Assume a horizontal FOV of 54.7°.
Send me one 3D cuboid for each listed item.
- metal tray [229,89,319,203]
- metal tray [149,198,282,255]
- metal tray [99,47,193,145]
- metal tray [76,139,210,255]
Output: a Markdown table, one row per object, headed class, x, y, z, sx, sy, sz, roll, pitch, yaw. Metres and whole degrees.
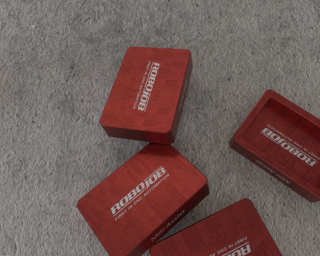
| class | x | y | z | sx | sy | sz | roll | pitch | yaw |
| --- | --- | --- | --- | --- | --- | --- | --- | --- | --- |
| metal tray | 0.168 | 0.021 | 0.398 | 0.130 | 0.030 | 0.090 | 36 | 74 | 12 |
| metal tray | 0.064 | 0.149 | 0.351 | 0.131 | 0.030 | 0.090 | -24 | 72 | -9 |
| metal tray | -0.014 | -0.047 | 0.403 | 0.090 | 0.030 | 0.130 | 7 | 61 | 15 |
| metal tray | -0.019 | 0.080 | 0.360 | 0.130 | 0.030 | 0.090 | -39 | 54 | -13 |
